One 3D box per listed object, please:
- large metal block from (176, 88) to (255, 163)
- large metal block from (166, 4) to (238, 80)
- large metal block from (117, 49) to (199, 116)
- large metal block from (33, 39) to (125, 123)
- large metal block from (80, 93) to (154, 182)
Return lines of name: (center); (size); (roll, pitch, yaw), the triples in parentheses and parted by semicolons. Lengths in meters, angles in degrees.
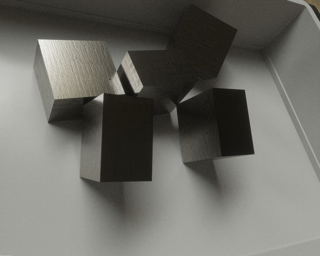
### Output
large metal block: (0.067, 0.000, 0.396); (0.050, 0.080, 0.080); (-1, 80, -29)
large metal block: (0.059, -0.129, 0.479); (0.080, 0.050, 0.080); (24, 88, -14)
large metal block: (-0.011, -0.054, 0.399); (0.081, 0.080, 0.050); (-11, 67, -33)
large metal block: (-0.099, -0.058, 0.372); (0.081, 0.050, 0.080); (-9, 66, -32)
large metal block: (-0.047, 0.013, 0.322); (0.050, 0.080, 0.080); (4, 83, -27)
